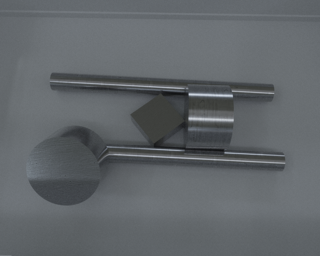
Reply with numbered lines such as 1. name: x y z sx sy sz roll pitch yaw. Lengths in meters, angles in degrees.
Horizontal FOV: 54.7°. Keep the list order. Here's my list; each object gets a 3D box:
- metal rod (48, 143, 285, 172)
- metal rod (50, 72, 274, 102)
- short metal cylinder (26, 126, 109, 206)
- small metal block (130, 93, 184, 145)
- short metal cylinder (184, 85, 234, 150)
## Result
1. metal rod: 0.004 0.035 0.395 0.302 0.025 0.025 3 70 0
2. metal rod: 0.003 -0.056 0.428 0.302 0.025 0.025 3 70 0
3. short metal cylinder: -0.104 0.042 0.360 0.081 0.050 0.079 0 104 1
4. small metal block: -0.003 -0.009 0.411 0.050 0.025 0.050 -36 74 -13
5. short metal cylinder: 0.057 -0.014 0.385 0.050 0.080 0.080 2 70 0
